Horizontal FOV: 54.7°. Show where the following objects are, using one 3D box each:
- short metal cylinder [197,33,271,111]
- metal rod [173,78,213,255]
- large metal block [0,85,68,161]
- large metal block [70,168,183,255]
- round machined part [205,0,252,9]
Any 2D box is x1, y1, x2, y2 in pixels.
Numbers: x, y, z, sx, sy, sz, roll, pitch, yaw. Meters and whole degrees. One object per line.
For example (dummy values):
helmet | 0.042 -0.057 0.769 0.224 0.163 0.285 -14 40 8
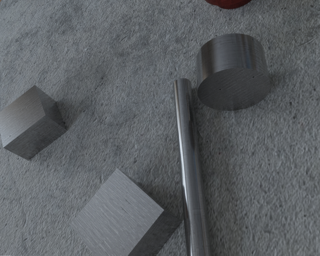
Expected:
short metal cylinder | 0.084 -0.063 0.363 0.080 0.080 0.050 -11 57 22
metal rod | 0.036 0.066 0.343 0.025 0.025 0.299 -15 55 19
large metal block | -0.207 -0.009 0.499 0.080 0.050 0.080 -37 51 3
large metal block | -0.037 0.105 0.342 0.080 0.050 0.080 34 80 38
round machined part | 0.111 -0.220 0.469 0.098 0.042 0.098 -13 56 20
